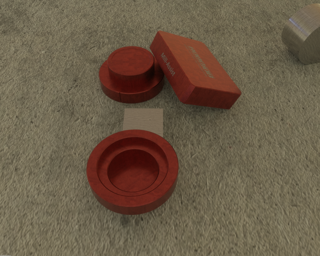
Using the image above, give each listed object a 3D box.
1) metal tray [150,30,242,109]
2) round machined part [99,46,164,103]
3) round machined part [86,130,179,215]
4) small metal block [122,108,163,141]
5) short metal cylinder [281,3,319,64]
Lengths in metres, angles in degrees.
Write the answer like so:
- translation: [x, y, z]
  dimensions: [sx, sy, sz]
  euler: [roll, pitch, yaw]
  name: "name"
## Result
- translation: [0.049, -0.085, 0.447]
  dimensions: [0.091, 0.030, 0.130]
  euler: [4, 44, -33]
  name: "metal tray"
- translation: [-0.042, -0.086, 0.464]
  dimensions: [0.099, 0.042, 0.098]
  euler: [0, 50, 0]
  name: "round machined part"
- translation: [-0.029, 0.052, 0.348]
  dimensions: [0.099, 0.042, 0.098]
  euler: [0, 50, 0]
  name: "round machined part"
- translation: [-0.021, 0.001, 0.401]
  dimensions: [0.050, 0.025, 0.050]
  euler: [0, 48, 0]
  name: "small metal block"
- translation: [0.246, -0.150, 0.497]
  dimensions: [0.081, 0.080, 0.050]
  euler: [-14, 52, -12]
  name: "short metal cylinder"
